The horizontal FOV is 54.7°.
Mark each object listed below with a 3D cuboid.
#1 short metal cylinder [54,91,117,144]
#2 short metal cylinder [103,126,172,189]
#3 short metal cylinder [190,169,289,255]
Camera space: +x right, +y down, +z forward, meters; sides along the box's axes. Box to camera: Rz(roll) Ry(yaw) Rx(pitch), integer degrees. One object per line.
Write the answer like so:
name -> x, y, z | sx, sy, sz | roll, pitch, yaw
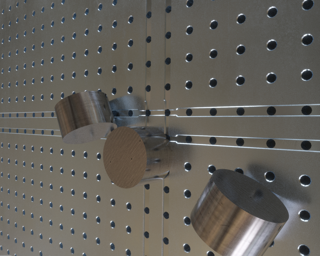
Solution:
short metal cylinder -> -0.110, -0.014, 0.462 | 0.080, 0.081, 0.050 | -30, 71, 35
short metal cylinder -> -0.031, 0.037, 0.416 | 0.080, 0.050, 0.079 | 0, 90, 39
short metal cylinder -> 0.077, 0.085, 0.309 | 0.080, 0.081, 0.050 | 38, 113, 33
